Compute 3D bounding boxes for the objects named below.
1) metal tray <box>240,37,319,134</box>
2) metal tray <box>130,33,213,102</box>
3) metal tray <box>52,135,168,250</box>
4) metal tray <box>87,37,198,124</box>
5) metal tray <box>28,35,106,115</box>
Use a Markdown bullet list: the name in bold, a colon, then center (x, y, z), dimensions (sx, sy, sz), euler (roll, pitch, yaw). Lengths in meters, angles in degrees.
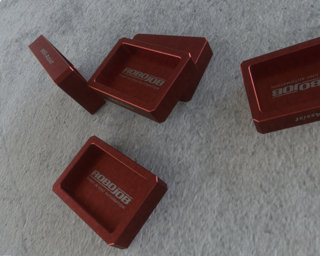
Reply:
- **metal tray**: center (0.164, -0.052, 0.346), dimensions (0.130, 0.030, 0.090), euler (-15, 56, 19)
- **metal tray**: center (0.001, -0.092, 0.456), dimensions (0.130, 0.030, 0.090), euler (15, 69, 33)
- **metal tray**: center (-0.066, 0.075, 0.387), dimensions (0.130, 0.030, 0.090), euler (28, 76, 37)
- **metal tray**: center (-0.026, -0.069, 0.415), dimensions (0.130, 0.030, 0.090), euler (24, 75, 36)
- **metal tray**: center (-0.147, -0.085, 0.488), dimensions (0.030, 0.090, 0.130), euler (-44, 51, -2)
